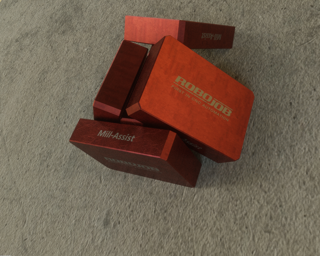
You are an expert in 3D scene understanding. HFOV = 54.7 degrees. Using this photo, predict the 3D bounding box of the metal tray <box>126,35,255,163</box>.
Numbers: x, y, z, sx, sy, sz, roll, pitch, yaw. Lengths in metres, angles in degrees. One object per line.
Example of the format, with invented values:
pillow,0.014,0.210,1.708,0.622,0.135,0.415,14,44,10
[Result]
metal tray,0.039,-0.028,0.337,0.030,0.131,0.090,-20,46,59

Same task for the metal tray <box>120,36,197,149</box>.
metal tray,0.008,-0.041,0.383,0.030,0.090,0.130,7,65,31

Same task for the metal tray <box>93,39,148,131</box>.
metal tray,-0.052,-0.037,0.391,0.030,0.130,0.090,21,69,-3

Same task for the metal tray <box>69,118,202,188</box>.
metal tray,-0.028,0.029,0.358,0.130,0.090,0.030,7,66,31

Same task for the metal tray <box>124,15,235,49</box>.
metal tray,0.029,-0.125,0.406,0.090,0.131,0.030,19,113,35
